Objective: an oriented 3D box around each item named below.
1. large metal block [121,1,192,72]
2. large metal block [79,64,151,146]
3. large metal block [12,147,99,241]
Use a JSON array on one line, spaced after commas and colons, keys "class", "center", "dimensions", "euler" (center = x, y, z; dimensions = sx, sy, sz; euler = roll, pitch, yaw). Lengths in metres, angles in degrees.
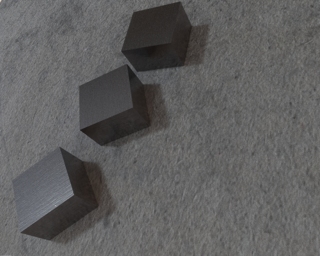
[{"class": "large metal block", "center": [-0.003, -0.137, 0.472], "dimensions": [0.080, 0.050, 0.080], "euler": [-2, 61, 27]}, {"class": "large metal block", "center": [-0.066, -0.032, 0.440], "dimensions": [0.080, 0.050, 0.080], "euler": [-22, 54, 15]}, {"class": "large metal block", "center": [-0.138, 0.086, 0.406], "dimensions": [0.080, 0.050, 0.080], "euler": [-35, 51, 4]}]
